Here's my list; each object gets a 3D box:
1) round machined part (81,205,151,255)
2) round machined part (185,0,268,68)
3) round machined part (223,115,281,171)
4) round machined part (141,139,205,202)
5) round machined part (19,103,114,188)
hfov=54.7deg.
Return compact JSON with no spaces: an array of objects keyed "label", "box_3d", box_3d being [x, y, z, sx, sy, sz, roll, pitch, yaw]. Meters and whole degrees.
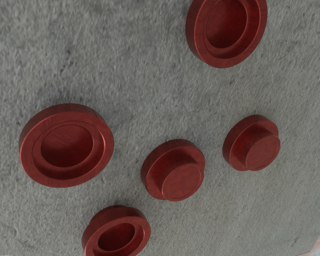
[{"label":"round machined part","box_3d":[-0.067,0.153,0.456,0.099,0.042,0.097,-14,125,-21]},{"label":"round machined part","box_3d":[0.072,-0.123,0.361,0.099,0.042,0.097,-14,125,-21]},{"label":"round machined part","box_3d":[0.154,0.031,0.502,0.099,0.042,0.097,-14,125,-21]},{"label":"round machined part","box_3d":[0.025,0.068,0.454,0.099,0.042,0.097,-14,125,-21]},{"label":"round machined part","box_3d":[-0.105,0.016,0.349,0.099,0.042,0.097,-14,125,-21]}]
